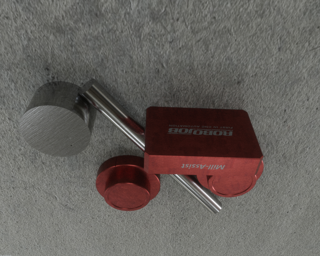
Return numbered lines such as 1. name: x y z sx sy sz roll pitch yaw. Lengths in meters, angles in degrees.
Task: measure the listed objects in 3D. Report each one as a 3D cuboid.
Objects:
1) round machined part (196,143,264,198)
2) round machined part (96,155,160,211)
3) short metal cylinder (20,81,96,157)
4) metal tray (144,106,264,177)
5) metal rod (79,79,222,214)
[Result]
1. round machined part: 0.102 0.064 0.453 0.099 0.042 0.097 -1 130 0
2. round machined part: -0.049 0.090 0.472 0.099 0.042 0.097 -1 130 0
3. short metal cylinder: -0.122 -0.010 0.380 0.081 0.050 0.079 0 130 0
4. metal tray: 0.048 0.014 0.377 0.131 0.090 0.030 2 130 -2
5. metal rod: 0.004 0.042 0.443 0.025 0.025 0.300 -30 125 22
